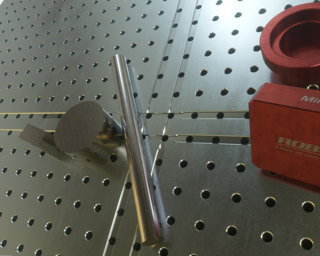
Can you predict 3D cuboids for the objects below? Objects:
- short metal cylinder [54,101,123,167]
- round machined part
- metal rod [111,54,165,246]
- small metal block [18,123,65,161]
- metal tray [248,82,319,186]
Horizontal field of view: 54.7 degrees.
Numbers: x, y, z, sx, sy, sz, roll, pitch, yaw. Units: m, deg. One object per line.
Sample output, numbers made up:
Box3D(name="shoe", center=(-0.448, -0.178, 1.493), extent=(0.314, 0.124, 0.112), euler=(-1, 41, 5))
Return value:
Box3D(name="short metal cylinder", center=(-0.099, 0.009, 0.437), extent=(0.080, 0.050, 0.080), euler=(-13, 56, 20))
Box3D(name="round machined part", center=(0.172, -0.097, 0.366), extent=(0.098, 0.042, 0.098), euler=(-13, 56, 20))
Box3D(name="metal rod", center=(-0.038, 0.006, 0.422), extent=(0.025, 0.025, 0.299), euler=(-24, 53, 13))
Box3D(name="small metal block", center=(-0.175, 0.021, 0.468), extent=(0.050, 0.050, 0.025), euler=(18, 71, 34))
Box3D(name="metal tray", center=(0.149, 0.013, 0.277), extent=(0.130, 0.090, 0.030), euler=(16, 49, 34))
